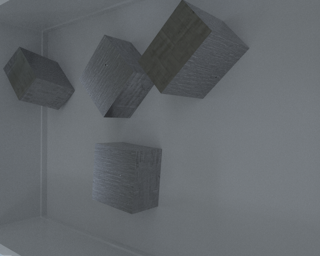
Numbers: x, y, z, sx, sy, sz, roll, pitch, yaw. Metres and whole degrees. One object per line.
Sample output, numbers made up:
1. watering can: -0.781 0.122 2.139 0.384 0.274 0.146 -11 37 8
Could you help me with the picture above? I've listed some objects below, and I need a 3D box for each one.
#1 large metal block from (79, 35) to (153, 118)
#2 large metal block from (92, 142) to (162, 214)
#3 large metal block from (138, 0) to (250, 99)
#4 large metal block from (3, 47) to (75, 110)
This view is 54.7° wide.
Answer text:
1. large metal block: -0.060 -0.071 0.440 0.080 0.050 0.080 -51 60 27
2. large metal block: -0.047 0.065 0.429 0.080 0.050 0.079 7 94 40
3. large metal block: 0.037 -0.080 0.340 0.080 0.081 0.050 -49 61 29
4. large metal block: -0.209 -0.084 0.538 0.050 0.080 0.080 -45 62 17
